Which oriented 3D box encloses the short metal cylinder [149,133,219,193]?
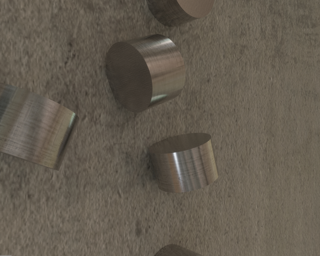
[{"bbox_3d":[0.031,0.042,0.397,0.081,0.080,0.050,-22,105,-38],"label":"short metal cylinder"}]

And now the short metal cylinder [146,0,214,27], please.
[{"bbox_3d":[0.027,-0.181,0.413,0.081,0.050,0.079,0,90,-40],"label":"short metal cylinder"}]

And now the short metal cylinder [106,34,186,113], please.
[{"bbox_3d":[-0.018,-0.063,0.356,0.050,0.080,0.080,-26,107,-37],"label":"short metal cylinder"}]

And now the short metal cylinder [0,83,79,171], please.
[{"bbox_3d":[-0.119,0.001,0.271,0.080,0.080,0.050,29,72,-37],"label":"short metal cylinder"}]

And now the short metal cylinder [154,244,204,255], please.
[{"bbox_3d":[0.028,0.204,0.414,0.081,0.050,0.079,0,90,-40],"label":"short metal cylinder"}]
